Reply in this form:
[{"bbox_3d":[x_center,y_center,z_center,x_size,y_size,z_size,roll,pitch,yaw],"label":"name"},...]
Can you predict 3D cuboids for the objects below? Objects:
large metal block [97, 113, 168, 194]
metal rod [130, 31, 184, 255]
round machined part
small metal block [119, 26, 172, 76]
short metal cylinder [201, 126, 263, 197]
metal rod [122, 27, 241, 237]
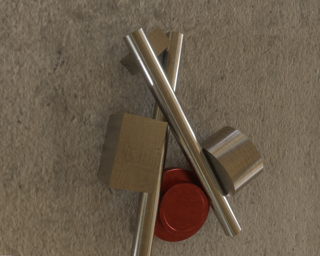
[{"bbox_3d":[-0.036,0.027,0.369,0.050,0.080,0.080,13,86,-20],"label":"large metal block"},{"bbox_3d":[-0.002,0.020,0.394,0.025,0.025,0.299,13,80,-20],"label":"metal rod"},{"bbox_3d":[0.024,0.103,0.412,0.099,0.042,0.097,0,90,-21],"label":"round machined part"},{"bbox_3d":[-0.019,-0.095,0.390,0.050,0.050,0.025,-47,105,-14],"label":"small metal block"},{"bbox_3d":[0.090,0.044,0.416,0.050,0.080,0.080,-34,101,-17],"label":"short metal cylinder"},{"bbox_3d":[0.037,0.020,0.388,0.025,0.025,0.299,-34,110,-17],"label":"metal rod"}]
